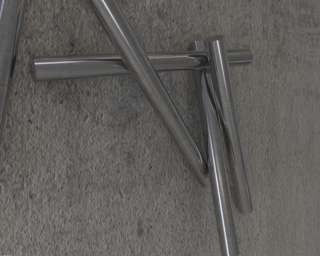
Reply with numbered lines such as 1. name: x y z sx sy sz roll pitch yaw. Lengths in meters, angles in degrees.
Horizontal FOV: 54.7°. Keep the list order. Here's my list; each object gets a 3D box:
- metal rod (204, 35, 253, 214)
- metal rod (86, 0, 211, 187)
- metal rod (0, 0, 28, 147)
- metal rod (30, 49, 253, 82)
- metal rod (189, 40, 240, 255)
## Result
1. metal rod: 0.106 0.013 0.455 0.025 0.025 0.298 -39 125 -33
2. metal rod: 0.007 -0.023 0.375 0.025 0.025 0.299 -54 132 -26
3. metal rod: -0.141 -0.094 0.286 0.025 0.025 0.298 13 82 -39
4. metal rod: 0.002 -0.081 0.381 0.303 0.025 0.025 -11 97 -32
5. metal rod: 0.075 0.024 0.436 0.025 0.025 0.298 -3 82 -40
